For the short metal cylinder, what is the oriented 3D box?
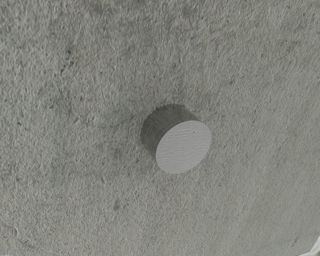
[{"bbox_3d":[0.021,0.014,0.414,0.081,0.050,0.079,-14,125,-21],"label":"short metal cylinder"}]
